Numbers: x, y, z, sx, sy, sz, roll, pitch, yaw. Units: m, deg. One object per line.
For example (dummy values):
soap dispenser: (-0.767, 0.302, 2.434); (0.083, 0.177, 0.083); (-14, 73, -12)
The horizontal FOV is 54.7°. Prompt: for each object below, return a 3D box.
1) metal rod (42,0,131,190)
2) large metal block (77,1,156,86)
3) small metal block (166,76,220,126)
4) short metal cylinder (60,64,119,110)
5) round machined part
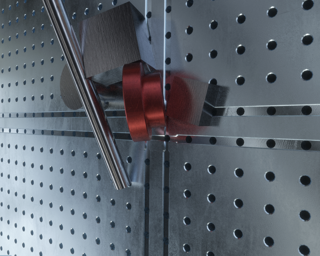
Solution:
metal rod: (-0.101, -0.054, 0.425); (0.025, 0.025, 0.298); (-10, 104, 39)
large metal block: (-0.059, -0.112, 0.424); (0.080, 0.050, 0.080); (-15, 80, 19)
small metal block: (0.039, -0.033, 0.376); (0.050, 0.025, 0.050); (20, 103, 38)
short metal cylinder: (-0.111, -0.067, 0.482); (0.080, 0.050, 0.079); (0, 90, 39)
round machined part: (-0.016, -0.033, 0.386); (0.042, 0.098, 0.097); (-7, 85, 3)
